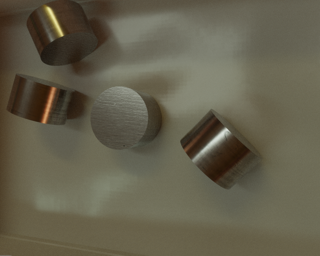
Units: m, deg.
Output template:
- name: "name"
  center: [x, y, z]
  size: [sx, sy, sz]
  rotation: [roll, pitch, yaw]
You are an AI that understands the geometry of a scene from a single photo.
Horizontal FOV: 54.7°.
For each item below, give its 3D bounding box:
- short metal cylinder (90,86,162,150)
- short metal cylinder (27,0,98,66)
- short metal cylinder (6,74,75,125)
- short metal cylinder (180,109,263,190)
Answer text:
- name: "short metal cylinder"
  center: [-0.044, -0.013, 0.412]
  size: [0.080, 0.050, 0.079]
  rotation: [0, 90, 19]
- name: "short metal cylinder"
  center: [-0.134, -0.129, 0.427]
  size: [0.080, 0.080, 0.050]
  rotation: [-28, 81, 17]
- name: "short metal cylinder"
  center: [-0.168, -0.041, 0.439]
  size: [0.080, 0.080, 0.050]
  rotation: [20, 97, 18]
- name: "short metal cylinder"
  center: [0.070, 0.023, 0.356]
  size: [0.080, 0.080, 0.050]
  rotation: [46, 104, 14]
